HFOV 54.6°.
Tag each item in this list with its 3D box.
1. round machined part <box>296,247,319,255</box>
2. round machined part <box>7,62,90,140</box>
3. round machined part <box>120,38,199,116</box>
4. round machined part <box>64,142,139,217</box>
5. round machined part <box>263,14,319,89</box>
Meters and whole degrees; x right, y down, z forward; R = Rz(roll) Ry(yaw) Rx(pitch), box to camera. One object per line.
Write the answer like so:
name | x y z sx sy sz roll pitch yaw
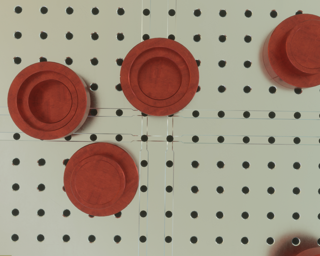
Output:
round machined part | 0.209 0.205 0.406 0.099 0.042 0.097 0 90 0
round machined part | -0.140 -0.034 0.404 0.099 0.042 0.097 0 90 0
round machined part | -0.001 -0.064 0.405 0.099 0.042 0.097 0 90 0
round machined part | -0.077 0.067 0.404 0.099 0.042 0.097 0 90 0
round machined part | 0.191 -0.102 0.406 0.099 0.042 0.097 0 90 0
